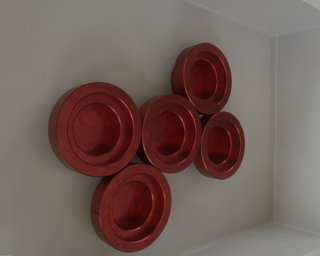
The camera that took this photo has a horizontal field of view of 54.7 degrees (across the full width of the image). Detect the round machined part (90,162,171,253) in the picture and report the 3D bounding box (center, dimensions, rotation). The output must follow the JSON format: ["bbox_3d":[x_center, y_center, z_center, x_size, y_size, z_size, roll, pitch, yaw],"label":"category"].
[{"bbox_3d":[-0.037,0.089,0.361,0.099,0.042,0.097,0,90,-40],"label":"round machined part"}]

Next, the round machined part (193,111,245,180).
[{"bbox_3d":[0.079,0.025,0.458,0.099,0.042,0.097,0,90,-40],"label":"round machined part"}]

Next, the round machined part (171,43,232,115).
[{"bbox_3d":[0.054,-0.067,0.437,0.099,0.042,0.097,0,90,-40],"label":"round machined part"}]

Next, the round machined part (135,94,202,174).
[{"bbox_3d":[0.005,0.007,0.395,0.099,0.042,0.097,0,90,-40],"label":"round machined part"}]

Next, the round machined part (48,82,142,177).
[{"bbox_3d":[-0.072,0.001,0.332,0.099,0.042,0.097,0,90,-40],"label":"round machined part"}]
